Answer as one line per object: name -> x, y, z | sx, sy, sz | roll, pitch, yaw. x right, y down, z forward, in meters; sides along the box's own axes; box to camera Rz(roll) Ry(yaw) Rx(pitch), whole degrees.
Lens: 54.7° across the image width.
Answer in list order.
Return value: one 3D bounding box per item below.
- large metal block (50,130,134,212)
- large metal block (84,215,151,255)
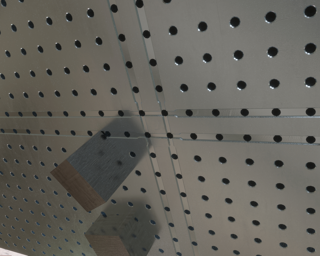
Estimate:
large metal block -> -0.099, 0.064, 0.466 | 0.050, 0.080, 0.080 | -35, 99, 38
large metal block -> -0.075, 0.205, 0.560 | 0.080, 0.050, 0.080 | -10, 113, 32
